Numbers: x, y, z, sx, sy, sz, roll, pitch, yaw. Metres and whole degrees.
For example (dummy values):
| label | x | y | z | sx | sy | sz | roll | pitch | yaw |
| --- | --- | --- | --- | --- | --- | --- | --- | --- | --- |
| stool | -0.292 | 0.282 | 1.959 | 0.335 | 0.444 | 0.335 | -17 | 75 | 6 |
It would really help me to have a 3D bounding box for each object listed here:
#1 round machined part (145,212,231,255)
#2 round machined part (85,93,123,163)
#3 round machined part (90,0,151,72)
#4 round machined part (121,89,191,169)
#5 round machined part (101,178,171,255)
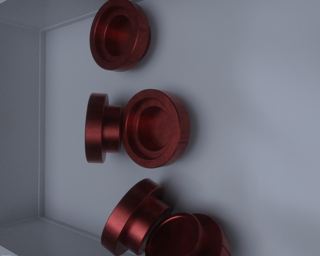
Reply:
| label | x | y | z | sx | sy | sz | roll | pitch | yaw |
| --- | --- | --- | --- | --- | --- | --- | --- | --- | --- |
| round machined part | 0.023 | 0.132 | 0.337 | 0.098 | 0.098 | 0.042 | -14 | 121 | 39 |
| round machined part | -0.075 | 0.001 | 0.433 | 0.042 | 0.098 | 0.097 | 3 | 93 | -5 |
| round machined part | -0.052 | -0.128 | 0.436 | 0.098 | 0.042 | 0.097 | 0 | 90 | 39 |
| round machined part | -0.001 | 0.001 | 0.395 | 0.098 | 0.042 | 0.097 | 0 | 90 | 39 |
| round machined part | -0.023 | 0.114 | 0.379 | 0.042 | 0.099 | 0.097 | 30 | 109 | 20 |
